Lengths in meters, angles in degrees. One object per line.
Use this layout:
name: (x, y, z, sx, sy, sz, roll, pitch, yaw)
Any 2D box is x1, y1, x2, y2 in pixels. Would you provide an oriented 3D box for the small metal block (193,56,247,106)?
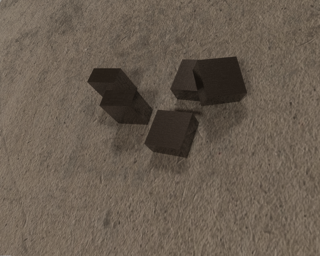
small metal block: (0.072, -0.057, 0.379, 0.050, 0.025, 0.050, -8, 72, -10)

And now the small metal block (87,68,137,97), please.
small metal block: (-0.070, -0.064, 0.462, 0.050, 0.050, 0.025, 6, 65, 31)

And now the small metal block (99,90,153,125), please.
small metal block: (-0.046, -0.028, 0.428, 0.050, 0.050, 0.025, 3, 63, 29)

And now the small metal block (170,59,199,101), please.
small metal block: (0.049, -0.064, 0.417, 0.050, 0.025, 0.050, 9, 66, 31)

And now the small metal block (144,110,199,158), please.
small metal block: (0.015, 0.006, 0.391, 0.050, 0.025, 0.050, 8, 65, 31)
